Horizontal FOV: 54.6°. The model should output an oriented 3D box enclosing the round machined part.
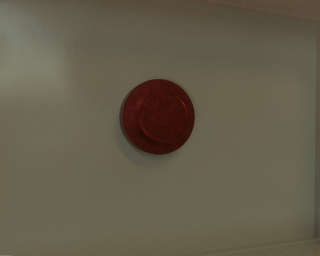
[{"bbox_3d":[0.001,-0.014,0.398,0.099,0.042,0.097,0,90,-20],"label":"round machined part"}]
